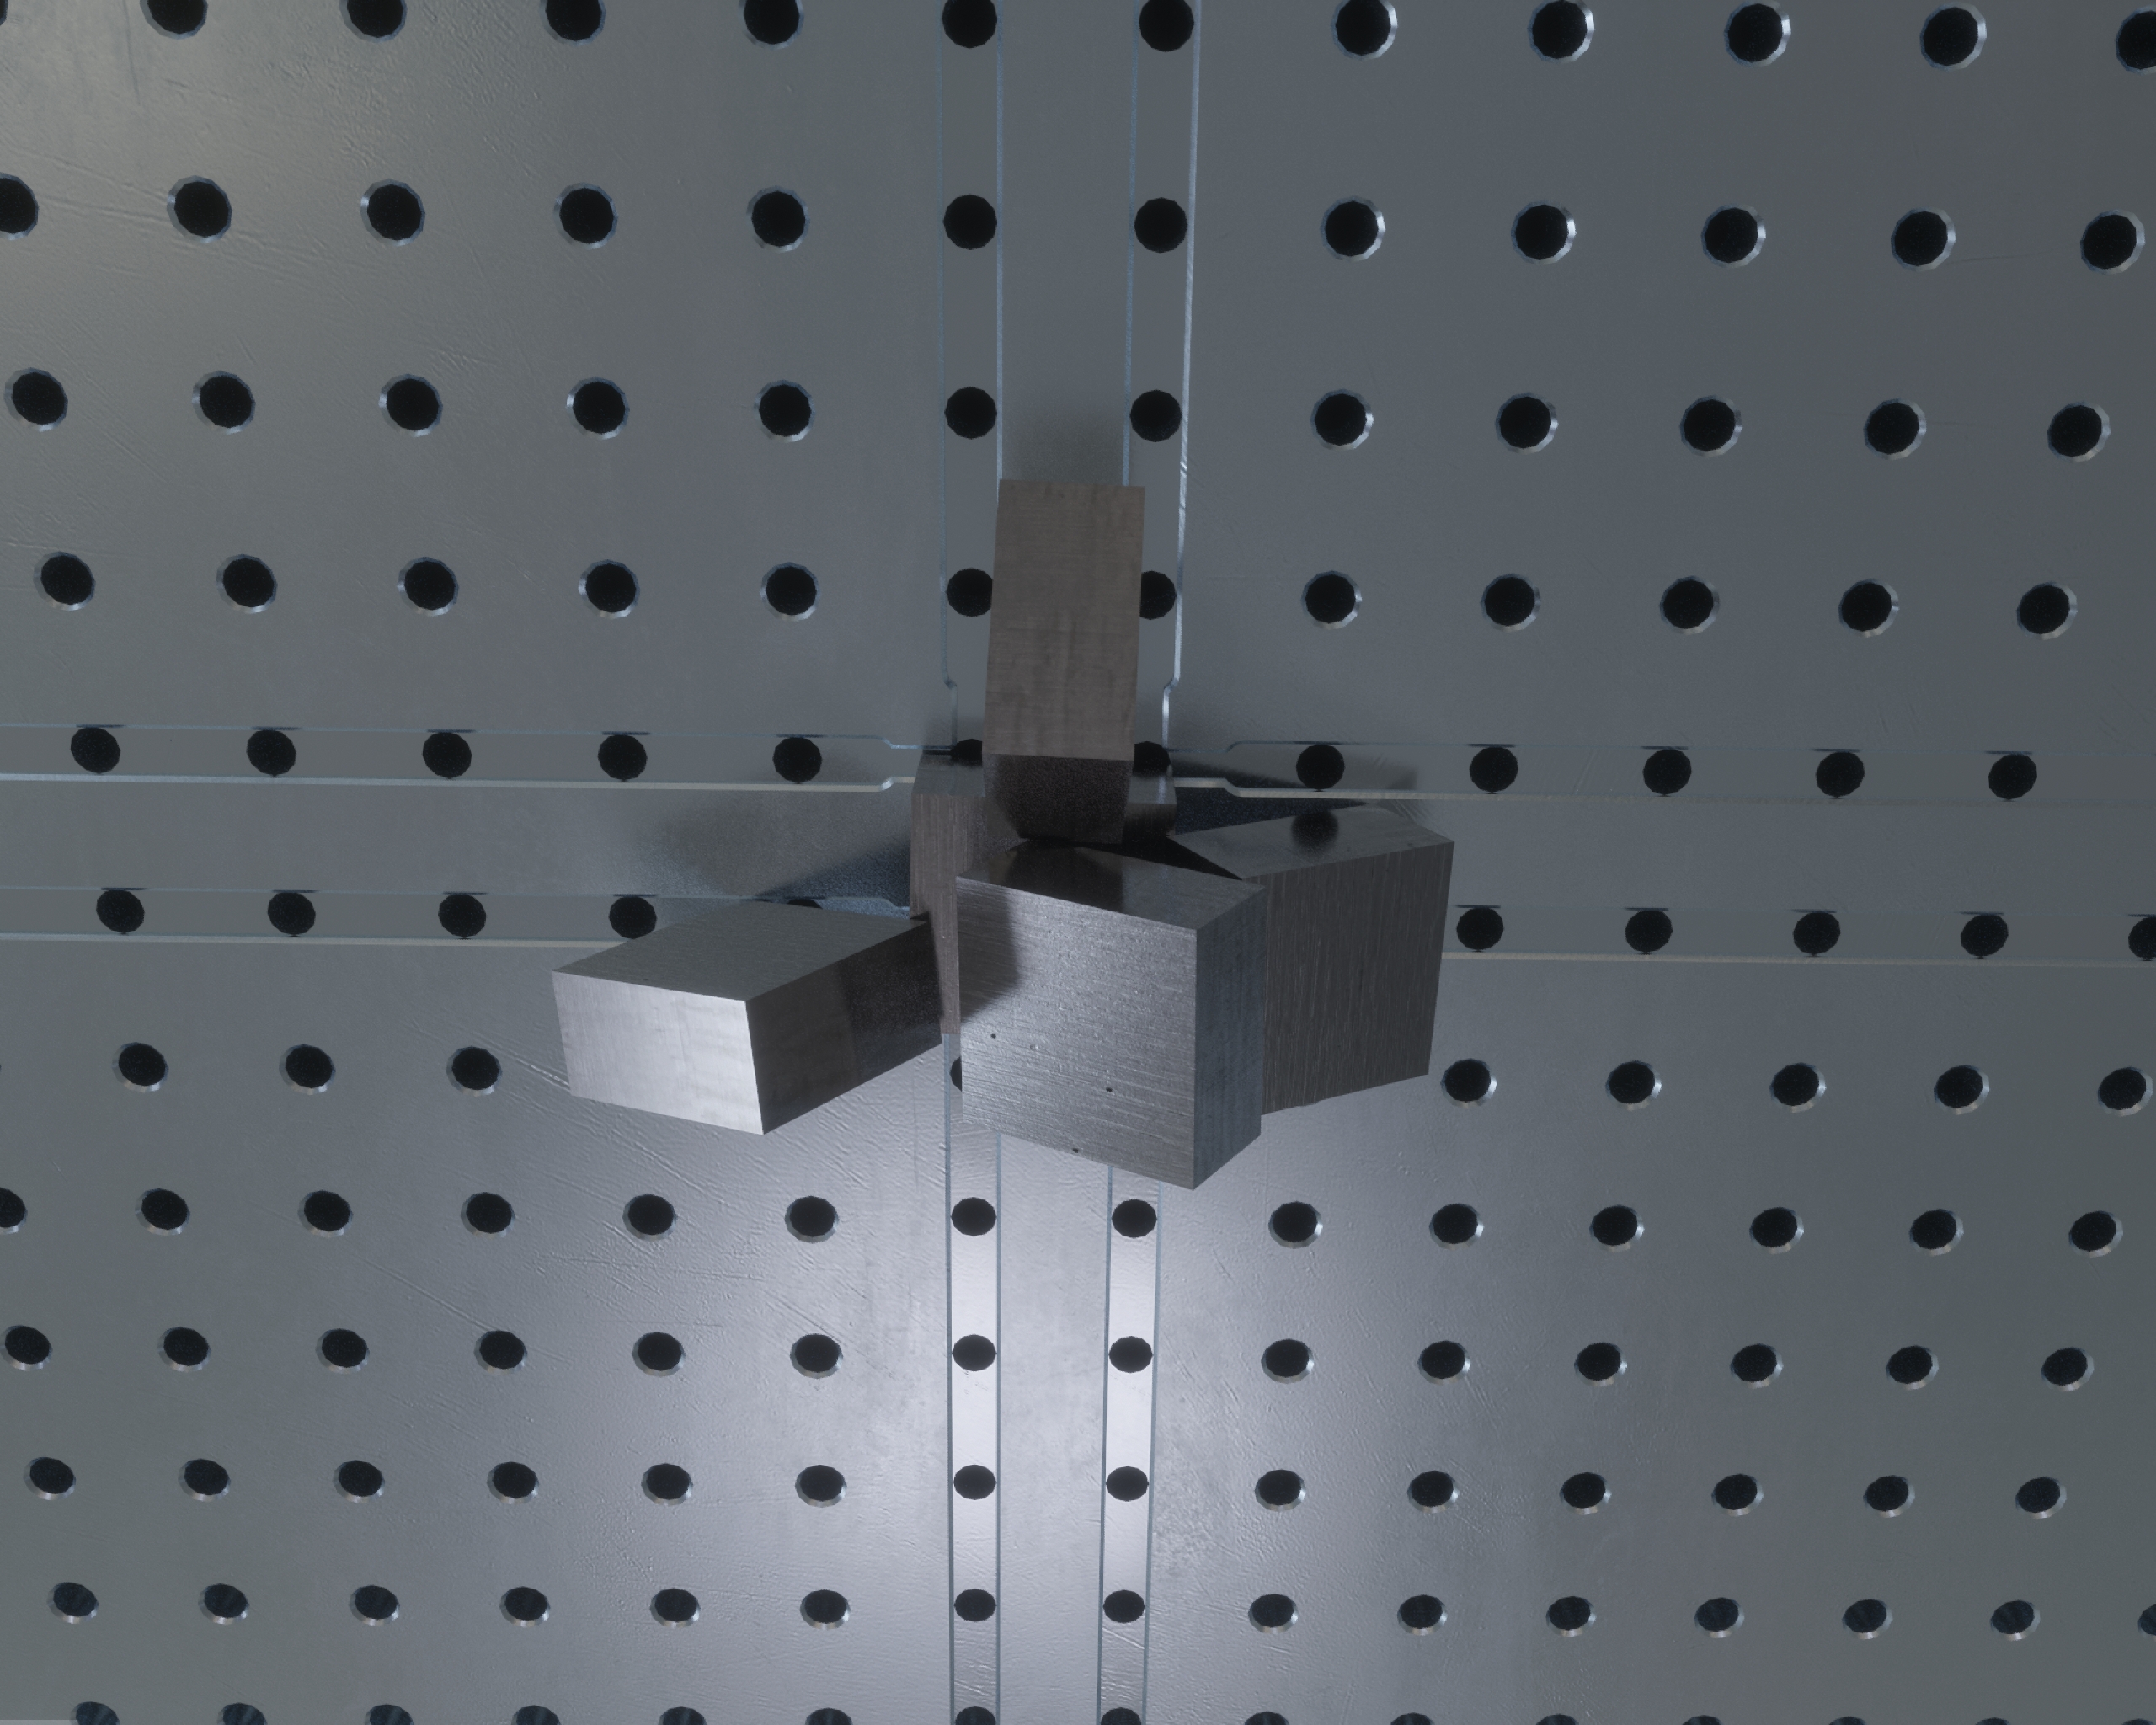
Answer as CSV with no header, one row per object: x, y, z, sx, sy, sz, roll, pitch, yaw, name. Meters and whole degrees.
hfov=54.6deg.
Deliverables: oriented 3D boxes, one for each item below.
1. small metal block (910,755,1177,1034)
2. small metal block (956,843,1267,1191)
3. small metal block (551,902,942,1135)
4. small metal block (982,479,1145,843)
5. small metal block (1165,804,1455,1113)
-0.007,0.007,0.416,0.050,0.025,0.050,2,110,-1,small metal block
0.006,0.027,0.384,0.050,0.025,0.050,12,113,31,small metal block
-0.063,0.028,0.399,0.050,0.050,0.025,5,108,35,small metal block
-0.003,-0.035,0.376,0.025,0.050,0.050,3,74,0,small metal block
0.044,0.019,0.409,0.050,0.025,0.050,-9,113,-30,small metal block
